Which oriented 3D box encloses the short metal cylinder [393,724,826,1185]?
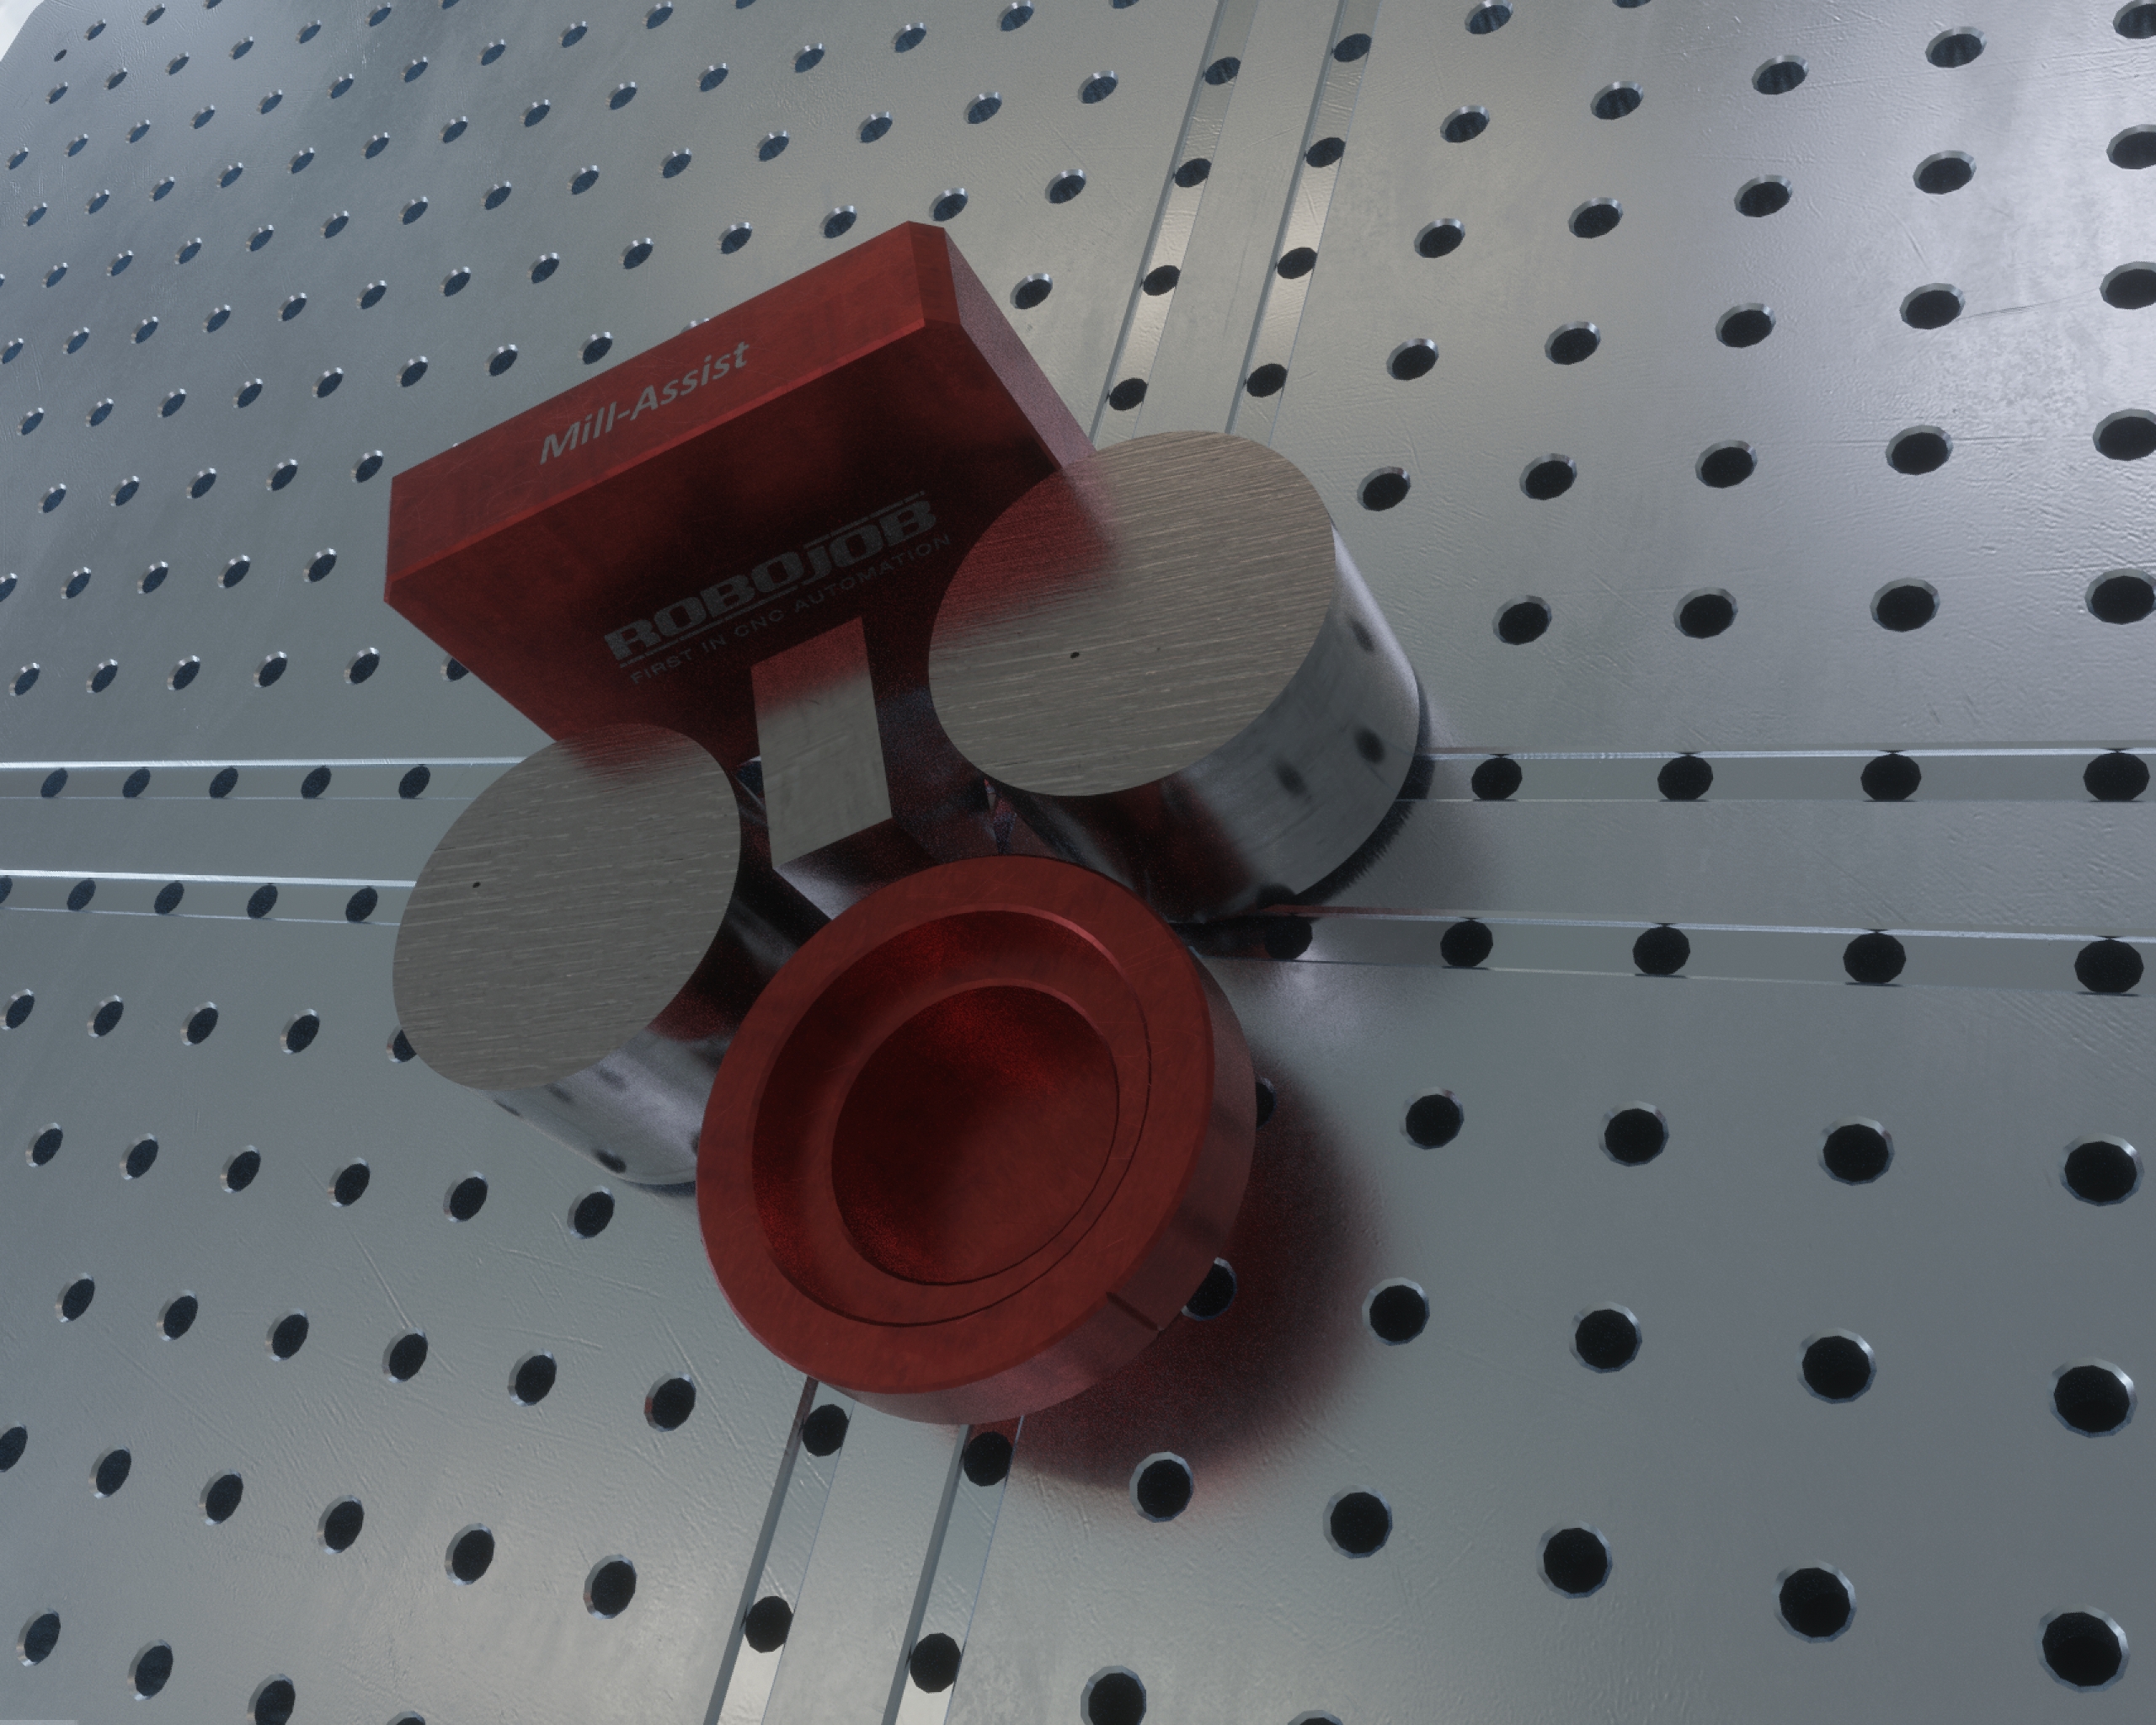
[{"bbox_3d":[-0.089,0.019,0.422,0.080,0.050,0.080,-13,56,21],"label":"short metal cylinder"}]

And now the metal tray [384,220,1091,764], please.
[{"bbox_3d":[-0.065,-0.068,0.436,0.130,0.090,0.030,-22,54,16],"label":"metal tray"}]

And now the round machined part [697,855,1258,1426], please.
[{"bbox_3d":[-0.014,0.051,0.368,0.098,0.042,0.098,-13,56,21],"label":"round machined part"}]

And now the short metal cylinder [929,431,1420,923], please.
[{"bbox_3d":[0.019,-0.035,0.399,0.080,0.050,0.080,-13,56,21],"label":"short metal cylinder"}]

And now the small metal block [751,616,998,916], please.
[{"bbox_3d":[-0.039,-0.012,0.414,0.025,0.050,0.050,-23,53,15],"label":"small metal block"}]
